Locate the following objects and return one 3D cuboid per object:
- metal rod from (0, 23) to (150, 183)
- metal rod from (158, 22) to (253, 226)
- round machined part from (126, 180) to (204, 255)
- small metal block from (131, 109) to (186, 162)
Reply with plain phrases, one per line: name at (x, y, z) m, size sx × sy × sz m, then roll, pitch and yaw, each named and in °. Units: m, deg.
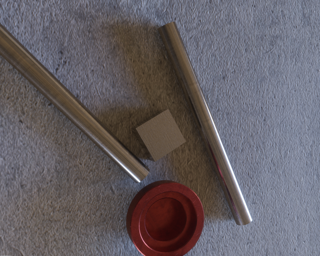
metal rod at (-0.123, -0.043, 0.363) m, size 0.300 × 0.025 × 0.025 m, roll 46°, pitch 76°, yaw -14°
metal rod at (0.066, 0.000, 0.433) m, size 0.025 × 0.025 × 0.299 m, roll -26°, pitch 99°, yaw -18°
round machined part at (0.004, 0.116, 0.402) m, size 0.099 × 0.042 × 0.097 m, roll 0°, pitch 90°, yaw -20°
small metal block at (-0.002, 0.009, 0.409) m, size 0.050 × 0.025 × 0.050 m, roll -32°, pitch 101°, yaw -17°
